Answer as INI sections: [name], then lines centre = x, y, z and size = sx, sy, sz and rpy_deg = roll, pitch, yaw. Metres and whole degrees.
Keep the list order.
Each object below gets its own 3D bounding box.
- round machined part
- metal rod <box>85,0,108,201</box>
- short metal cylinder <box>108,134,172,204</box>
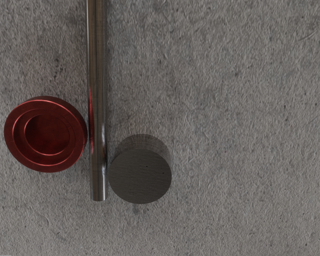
[round machined part]
centre = -0.143, 0.005, 0.401
size = 0.099, 0.042, 0.097
rpy_deg = 0, 110, 0
[metal rod]
centre = -0.079, -0.041, 0.393
size = 0.025, 0.025, 0.298
rpy_deg = 3, 110, -1
[short metal cylinder]
centre = -0.025, 0.054, 0.416
size = 0.081, 0.050, 0.079
rpy_deg = 0, 110, 0
